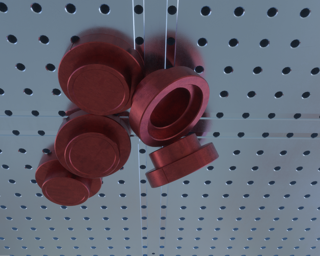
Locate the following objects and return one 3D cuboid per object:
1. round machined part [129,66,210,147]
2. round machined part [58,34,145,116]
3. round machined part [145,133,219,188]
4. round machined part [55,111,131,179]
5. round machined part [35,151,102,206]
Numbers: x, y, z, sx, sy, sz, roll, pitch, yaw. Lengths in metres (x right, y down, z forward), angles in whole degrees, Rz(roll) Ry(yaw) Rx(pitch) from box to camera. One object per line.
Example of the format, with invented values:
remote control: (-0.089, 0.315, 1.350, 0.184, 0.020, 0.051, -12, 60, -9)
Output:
round machined part: (0.006, -0.028, 0.357, 0.099, 0.042, 0.097, -28, 143, -23)
round machined part: (-0.067, -0.053, 0.355, 0.099, 0.042, 0.097, -1, 130, 0)
round machined part: (0.024, 0.039, 0.411, 0.098, 0.098, 0.042, -27, 86, 21)
round machined part: (-0.087, 0.027, 0.406, 0.099, 0.042, 0.097, -4, 117, -7)
round machined part: (-0.138, 0.081, 0.468, 0.099, 0.042, 0.097, -1, 131, -1)
